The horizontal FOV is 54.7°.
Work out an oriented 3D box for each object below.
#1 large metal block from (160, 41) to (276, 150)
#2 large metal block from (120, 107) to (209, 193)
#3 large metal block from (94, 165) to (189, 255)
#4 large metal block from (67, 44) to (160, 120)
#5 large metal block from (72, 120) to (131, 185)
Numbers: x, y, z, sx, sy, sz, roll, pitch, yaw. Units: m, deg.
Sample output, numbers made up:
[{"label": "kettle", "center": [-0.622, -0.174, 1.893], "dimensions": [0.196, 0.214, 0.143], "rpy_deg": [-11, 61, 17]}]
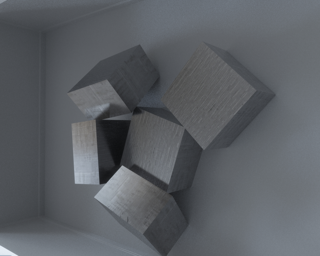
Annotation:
[{"label": "large metal block", "center": [0.060, -0.033, 0.337], "dimensions": [0.080, 0.050, 0.080], "rpy_deg": [51, 120, 27]}, {"label": "large metal block", "center": [0.004, 0.024, 0.385], "dimensions": [0.080, 0.050, 0.079], "rpy_deg": [24, 105, 37]}, {"label": "large metal block", "center": [-0.020, 0.102, 0.376], "dimensions": [0.080, 0.080, 0.050], "rpy_deg": [25, 63, 35]}, {"label": "large metal block", "center": [-0.060, -0.058, 0.409], "dimensions": [0.080, 0.080, 0.050], "rpy_deg": [-10, 126, 40]}, {"label": "large metal block", "center": [-0.070, 0.031, 0.425], "dimensions": [0.050, 0.081, 0.080], "rpy_deg": [-7, 86, 39]}]
